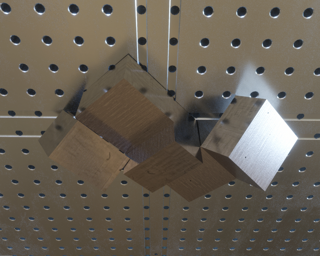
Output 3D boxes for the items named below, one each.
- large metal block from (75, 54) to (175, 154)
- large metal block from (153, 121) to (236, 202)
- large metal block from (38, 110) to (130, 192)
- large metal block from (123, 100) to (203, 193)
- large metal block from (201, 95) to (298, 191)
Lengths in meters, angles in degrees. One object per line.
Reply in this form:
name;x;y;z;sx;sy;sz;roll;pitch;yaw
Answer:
large metal block;-0.040;-0.026;0.373;0.080;0.050;0.080;-33;123;26
large metal block;0.047;0.049;0.437;0.080;0.050;0.080;-34;121;25
large metal block;-0.097;0.027;0.388;0.080;0.080;0.050;41;80;-29
large metal block;0.003;0.022;0.393;0.080;0.080;0.050;-35;123;25
large metal block;0.111;0.018;0.383;0.080;0.050;0.080;41;79;-30
